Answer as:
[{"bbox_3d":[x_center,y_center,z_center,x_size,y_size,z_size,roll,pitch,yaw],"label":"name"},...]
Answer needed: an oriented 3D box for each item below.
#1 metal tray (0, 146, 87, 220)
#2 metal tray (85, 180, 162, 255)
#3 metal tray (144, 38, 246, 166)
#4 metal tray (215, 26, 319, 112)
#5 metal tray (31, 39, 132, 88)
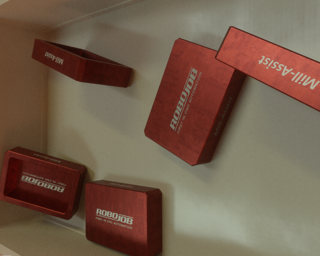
[{"bbox_3d":[-0.198,0.092,0.522,0.131,0.030,0.089,16,101,3],"label":"metal tray"},{"bbox_3d":[-0.056,0.128,0.450,0.130,0.030,0.089,-1,90,40],"label":"metal tray"},{"bbox_3d":[0.039,-0.032,0.372,0.090,0.030,0.129,31,109,35],"label":"metal tray"},{"bbox_3d":[0.123,-0.041,0.262,0.130,0.091,0.030,37,113,33],"label":"metal tray"},{"bbox_3d":[-0.117,-0.097,0.461,0.130,0.091,0.030,28,108,36],"label":"metal tray"}]
